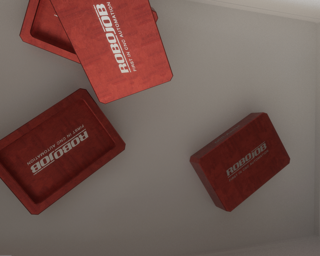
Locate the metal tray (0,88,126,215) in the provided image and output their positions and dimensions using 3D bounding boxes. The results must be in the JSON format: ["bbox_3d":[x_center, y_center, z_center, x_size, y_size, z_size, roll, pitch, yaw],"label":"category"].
[{"bbox_3d":[-0.119,0.025,0.364,0.131,0.030,0.090,-37,102,-16],"label":"metal tray"}]

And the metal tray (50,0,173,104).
[{"bbox_3d":[-0.048,-0.100,0.337,0.090,0.030,0.129,-20,121,2],"label":"metal tray"}]

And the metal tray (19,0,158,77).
[{"bbox_3d":[-0.080,-0.119,0.355,0.131,0.030,0.089,20,115,-19],"label":"metal tray"}]

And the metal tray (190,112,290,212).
[{"bbox_3d":[0.119,0.047,0.452,0.131,0.030,0.090,-34,101,-17],"label":"metal tray"}]
